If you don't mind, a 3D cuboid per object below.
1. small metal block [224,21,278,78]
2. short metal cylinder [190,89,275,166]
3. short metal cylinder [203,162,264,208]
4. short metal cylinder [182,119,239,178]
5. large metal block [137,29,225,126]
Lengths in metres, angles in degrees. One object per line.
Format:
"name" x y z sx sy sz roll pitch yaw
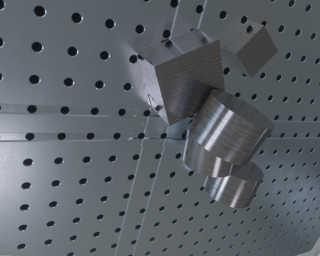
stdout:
"small metal block" 0.122 -0.104 0.414 0.050 0.025 0.050 -46 129 4
"short metal cylinder" 0.081 -0.002 0.355 0.081 0.080 0.050 13 118 -34
"short metal cylinder" 0.115 0.080 0.488 0.081 0.080 0.050 3 117 -30
"short metal cylinder" 0.074 0.024 0.432 0.081 0.080 0.050 -7 122 -25
"large metal block" 0.028 -0.061 0.372 0.080 0.050 0.080 -25 128 -13
